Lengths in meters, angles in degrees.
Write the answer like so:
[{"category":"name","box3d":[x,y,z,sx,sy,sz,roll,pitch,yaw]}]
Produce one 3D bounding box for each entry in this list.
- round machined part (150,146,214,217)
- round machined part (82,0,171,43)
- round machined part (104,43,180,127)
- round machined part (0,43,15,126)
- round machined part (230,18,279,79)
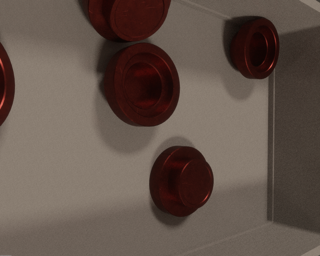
[{"category":"round machined part","box3d":[0.037,0.074,0.429,0.099,0.042,0.097,0,90,-40]},{"category":"round machined part","box3d":[-0.030,-0.134,0.336,0.099,0.042,0.097,-22,145,-16]},{"category":"round machined part","box3d":[-0.025,-0.050,0.376,0.099,0.042,0.097,0,90,-40]},{"category":"round machined part","box3d":[-0.166,-0.037,0.239,0.098,0.042,0.097,-1,90,-71]},{"category":"round machined part","box3d":[0.156,-0.132,0.523,0.099,0.042,0.097,-9,104,-38]}]
